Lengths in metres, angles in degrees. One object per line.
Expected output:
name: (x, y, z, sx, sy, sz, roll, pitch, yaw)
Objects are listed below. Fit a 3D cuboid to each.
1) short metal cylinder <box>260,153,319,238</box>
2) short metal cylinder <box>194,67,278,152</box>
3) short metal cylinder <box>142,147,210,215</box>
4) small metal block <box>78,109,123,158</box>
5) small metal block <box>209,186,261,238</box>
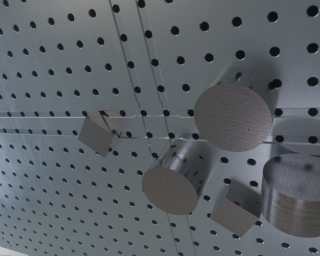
short metal cylinder: (0.153, 0.071, 0.339, 0.080, 0.080, 0.050, 8, 122, 24)
short metal cylinder: (0.083, -0.021, 0.338, 0.080, 0.050, 0.079, 13, 124, 21)
short metal cylinder: (0.022, 0.073, 0.428, 0.080, 0.050, 0.079, 13, 124, 21)
small metal block: (-0.089, 0.008, 0.464, 0.050, 0.025, 0.050, 34, 129, 6)
small metal block: (0.104, 0.116, 0.428, 0.050, 0.025, 0.050, 31, 128, 8)
